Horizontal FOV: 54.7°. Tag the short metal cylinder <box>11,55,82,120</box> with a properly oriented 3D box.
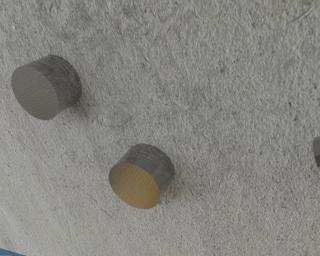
[{"bbox_3d":[-0.160,-0.058,0.439,0.080,0.050,0.079,13,124,21],"label":"short metal cylinder"}]

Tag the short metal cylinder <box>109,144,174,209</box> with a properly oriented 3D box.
[{"bbox_3d":[-0.026,0.069,0.447,0.080,0.050,0.079,13,124,21],"label":"short metal cylinder"}]

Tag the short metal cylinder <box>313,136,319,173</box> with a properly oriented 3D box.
[{"bbox_3d":[0.190,0.037,0.294,0.050,0.080,0.080,-28,103,37],"label":"short metal cylinder"}]
